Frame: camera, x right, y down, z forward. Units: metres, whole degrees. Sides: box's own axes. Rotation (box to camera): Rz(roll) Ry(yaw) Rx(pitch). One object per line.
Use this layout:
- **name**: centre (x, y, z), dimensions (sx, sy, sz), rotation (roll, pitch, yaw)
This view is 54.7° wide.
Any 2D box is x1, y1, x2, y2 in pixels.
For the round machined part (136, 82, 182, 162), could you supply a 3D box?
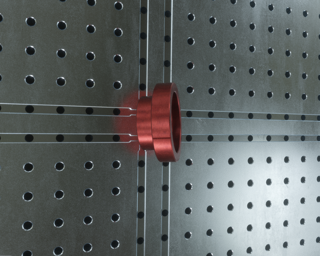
- **round machined part**: centre (-0.001, -0.006, 0.384), dimensions (0.042, 0.098, 0.097), rotation (-2, 91, 11)
